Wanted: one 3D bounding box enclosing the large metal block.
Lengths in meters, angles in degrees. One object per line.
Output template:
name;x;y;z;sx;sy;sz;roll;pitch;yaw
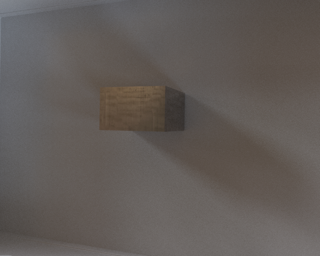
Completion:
large metal block;-0.019;-0.022;0.386;0.080;0.080;0.050;1;91;20
